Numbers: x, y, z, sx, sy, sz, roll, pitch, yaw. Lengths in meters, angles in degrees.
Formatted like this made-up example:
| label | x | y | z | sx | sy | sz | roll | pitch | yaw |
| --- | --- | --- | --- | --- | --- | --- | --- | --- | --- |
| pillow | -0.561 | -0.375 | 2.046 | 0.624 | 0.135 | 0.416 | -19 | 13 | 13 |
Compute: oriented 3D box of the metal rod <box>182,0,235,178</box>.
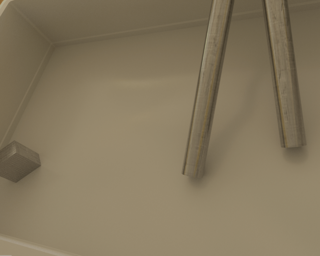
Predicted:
| label | x | y | z | sx | sy | sz | roll | pitch | yaw |
| --- | --- | --- | --- | --- | --- | --- | --- | --- | --- |
| metal rod | 0.062 | -0.093 | 0.349 | 0.025 | 0.025 | 0.298 | 11 | 93 | 32 |

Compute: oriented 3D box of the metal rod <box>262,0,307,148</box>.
| label | x | y | z | sx | sy | sz | roll | pitch | yaw |
| --- | --- | --- | --- | --- | --- | --- | --- | --- | --- |
| metal rod | 0.122 | -0.129 | 0.327 | 0.025 | 0.025 | 0.298 | -8 | 89 | 24 |

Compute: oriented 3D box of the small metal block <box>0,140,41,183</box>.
| label | x | y | z | sx | sy | sz | roll | pitch | yaw |
| --- | --- | --- | --- | --- | --- | --- | --- | --- | --- |
| small metal block | -0.220 | 0.052 | 0.471 | 0.050 | 0.050 | 0.025 | -34 | 52 | 5 |
